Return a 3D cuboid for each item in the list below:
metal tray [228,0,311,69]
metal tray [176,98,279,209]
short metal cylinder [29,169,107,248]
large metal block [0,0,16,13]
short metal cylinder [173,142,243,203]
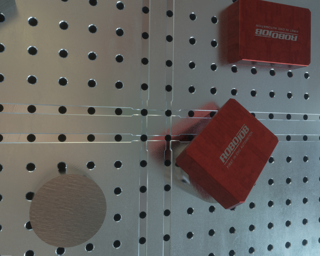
[{"bbox_3d":[0.168,-0.141,0.472,0.131,0.030,0.089,0,90,-20],"label":"metal tray"},{"bbox_3d":[0.092,0.028,0.404,0.090,0.030,0.131,43,52,3],"label":"metal tray"},{"bbox_3d":[-0.107,0.090,0.360,0.081,0.050,0.079,0,90,-20],"label":"short metal cylinder"},{"bbox_3d":[-0.214,-0.150,0.320,0.080,0.050,0.080,-43,104,-15],"label":"large metal block"},{"bbox_3d":[0.065,0.057,0.423,0.081,0.050,0.079,0,90,-20],"label":"short metal cylinder"}]
